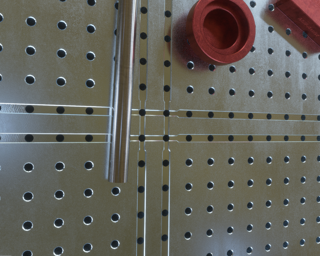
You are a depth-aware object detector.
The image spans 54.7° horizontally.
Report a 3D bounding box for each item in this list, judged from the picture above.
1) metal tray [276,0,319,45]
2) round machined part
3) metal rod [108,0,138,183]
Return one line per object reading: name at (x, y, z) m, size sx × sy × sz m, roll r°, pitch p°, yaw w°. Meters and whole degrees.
metal tray at (0.263, -0.201, 0.509) m, size 0.130 × 0.030 × 0.090 m, roll 33°, pitch 79°, yaw -17°
round machined part at (0.081, -0.136, 0.435) m, size 0.099 × 0.042 × 0.097 m, roll 0°, pitch 90°, yaw -21°
metal rod at (-0.045, -0.081, 0.396) m, size 0.025 × 0.025 × 0.298 m, roll 4°, pitch 89°, yaw -20°
